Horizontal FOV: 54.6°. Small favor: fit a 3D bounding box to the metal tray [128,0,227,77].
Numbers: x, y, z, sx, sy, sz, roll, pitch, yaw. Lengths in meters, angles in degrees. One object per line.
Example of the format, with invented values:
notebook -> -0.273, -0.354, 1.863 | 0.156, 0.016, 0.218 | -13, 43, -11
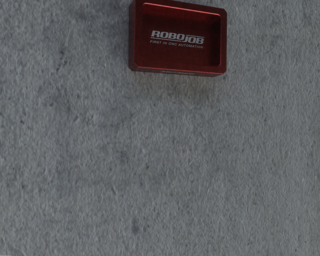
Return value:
metal tray -> 0.025, -0.119, 0.415 | 0.131, 0.030, 0.090 | 1, 90, -20
